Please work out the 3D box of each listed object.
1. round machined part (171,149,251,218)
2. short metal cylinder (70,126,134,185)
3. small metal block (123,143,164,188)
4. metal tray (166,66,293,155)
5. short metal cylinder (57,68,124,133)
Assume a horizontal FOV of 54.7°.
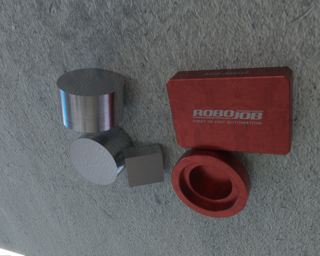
[{"bbox_3d":[0.068,0.065,0.400,0.098,0.042,0.097,13,124,21],"label":"round machined part"},{"bbox_3d":[-0.085,0.037,0.458,0.080,0.050,0.079,13,124,21],"label":"short metal cylinder"},{"bbox_3d":[-0.022,0.052,0.435,0.050,0.025,0.050,-9,120,-8],"label":"small metal block"},{"bbox_3d":[0.078,-0.019,0.351,0.130,0.030,0.089,2,120,27],"label":"metal tray"},{"bbox_3d":[-0.086,-0.037,0.394,0.080,0.080,0.050,17,125,18],"label":"short metal cylinder"}]
